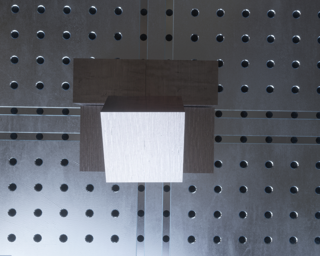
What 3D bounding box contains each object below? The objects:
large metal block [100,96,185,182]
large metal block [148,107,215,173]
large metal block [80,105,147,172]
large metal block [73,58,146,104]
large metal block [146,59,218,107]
[{"bbox_3d":[-0.017,0.011,0.334,0.081,0.050,0.079,0,114,-1],"label":"large metal block"},{"bbox_3d":[0.025,0.014,0.399,0.081,0.050,0.079,1,90,-1],"label":"large metal block"},{"bbox_3d":[-0.056,0.013,0.398,0.081,0.050,0.079,1,90,-1],"label":"large metal block"},{"bbox_3d":[-0.056,-0.052,0.384,0.081,0.080,0.050,1,90,-1],"label":"large metal block"},{"bbox_3d":[0.024,-0.051,0.385,0.081,0.080,0.050,1,90,-1],"label":"large metal block"}]
